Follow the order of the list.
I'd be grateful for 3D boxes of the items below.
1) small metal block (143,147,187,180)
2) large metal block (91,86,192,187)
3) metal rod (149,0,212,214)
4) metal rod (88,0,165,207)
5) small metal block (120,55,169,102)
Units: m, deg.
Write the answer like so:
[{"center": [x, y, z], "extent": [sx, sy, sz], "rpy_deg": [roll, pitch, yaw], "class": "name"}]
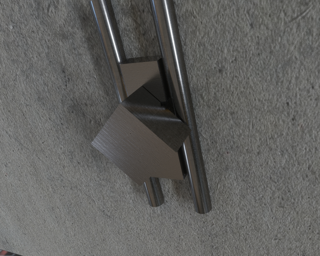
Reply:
[{"center": [0.010, 0.042, 0.427], "extent": [0.050, 0.025, 0.050], "rpy_deg": [1, 119, 27], "class": "small metal block"}, {"center": [-0.023, 0.011, 0.375], "extent": [0.080, 0.050, 0.080], "rpy_deg": [42, 129, -1], "class": "large metal block"}, {"center": [0.030, -0.015, 0.382], "extent": [0.025, 0.025, 0.298], "rpy_deg": [0, 119, 27], "class": "metal rod"}, {"center": [-0.037, -0.016, 0.417], "extent": [0.025, 0.025, 0.298], "rpy_deg": [0, 119, 27], "class": "metal rod"}, {"center": [-0.015, -0.059, 0.377], "extent": [0.050, 0.025, 0.050], "rpy_deg": [1, 119, 27], "class": "small metal block"}]
